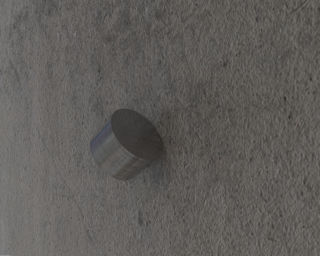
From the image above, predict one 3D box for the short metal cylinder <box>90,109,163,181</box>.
[{"bbox_3d":[-0.043,0.021,0.406,0.050,0.081,0.080,-44,64,31],"label":"short metal cylinder"}]
